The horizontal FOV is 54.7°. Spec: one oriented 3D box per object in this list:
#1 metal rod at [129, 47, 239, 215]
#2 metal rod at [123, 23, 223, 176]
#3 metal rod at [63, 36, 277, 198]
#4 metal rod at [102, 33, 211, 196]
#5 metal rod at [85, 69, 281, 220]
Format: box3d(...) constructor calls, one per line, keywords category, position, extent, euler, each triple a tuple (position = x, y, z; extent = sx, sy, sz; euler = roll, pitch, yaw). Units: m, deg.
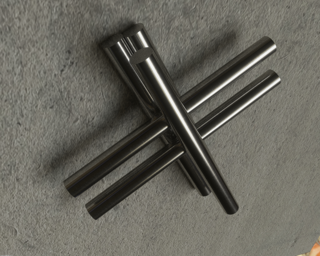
box3d(category="metal rod", position=(0.046, 0.028, 0.387), extent=(0.025, 0.025, 0.299), euler=(-37, 130, -4))
box3d(category="metal rod", position=(0.034, -0.007, 0.424), extent=(0.025, 0.025, 0.299), euler=(-36, 130, -4))
box3d(category="metal rod", position=(0.016, -0.016, 0.376), extent=(0.301, 0.025, 0.025), euler=(-36, 130, -5))
box3d(category="metal rod", position=(0.012, 0.006, 0.420), extent=(0.025, 0.025, 0.299), euler=(-36, 130, -4))
box3d(category="metal rod", position=(0.033, 0.019, 0.408), extent=(0.301, 0.025, 0.025), euler=(-36, 130, -5))
